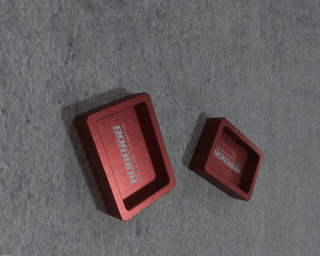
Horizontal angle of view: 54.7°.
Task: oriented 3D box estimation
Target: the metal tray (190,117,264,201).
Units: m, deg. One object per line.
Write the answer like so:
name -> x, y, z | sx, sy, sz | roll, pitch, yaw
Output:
metal tray -> 0.112, 0.052, 0.497 | 0.130, 0.030, 0.090 | 36, 68, -34

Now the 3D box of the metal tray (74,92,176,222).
metal tray -> -0.037, 0.032, 0.372 | 0.091, 0.030, 0.129 | -27, 107, -37
